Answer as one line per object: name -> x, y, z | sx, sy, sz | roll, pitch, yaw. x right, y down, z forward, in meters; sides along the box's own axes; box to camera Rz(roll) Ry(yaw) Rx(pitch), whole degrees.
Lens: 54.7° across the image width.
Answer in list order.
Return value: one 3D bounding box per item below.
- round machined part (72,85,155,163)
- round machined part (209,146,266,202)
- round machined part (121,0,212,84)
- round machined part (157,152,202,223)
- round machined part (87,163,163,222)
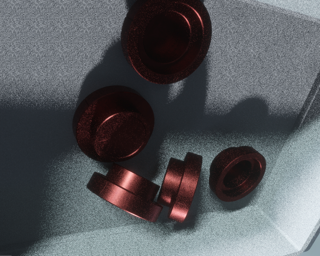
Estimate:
round machined part -> -0.051, 0.002, 0.372 | 0.099, 0.042, 0.097 | -14, 124, -21
round machined part -> 0.122, 0.070, 0.510 | 0.099, 0.042, 0.097 | -14, 125, -21
round machined part -> 0.004, -0.101, 0.339 | 0.099, 0.042, 0.097 | -14, 125, -21
round machined part -> 0.025, 0.080, 0.439 | 0.042, 0.098, 0.097 | 18, 114, 3
round machined part -> -0.039, 0.077, 0.394 | 0.098, 0.098, 0.042 | 36, 77, -39
